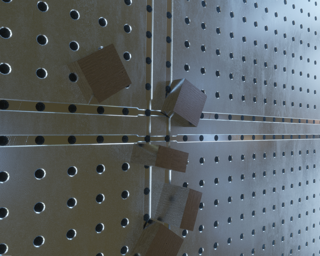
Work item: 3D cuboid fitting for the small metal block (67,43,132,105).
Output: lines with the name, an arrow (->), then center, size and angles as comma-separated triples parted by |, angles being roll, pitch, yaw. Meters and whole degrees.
small metal block -> -0.068, -0.061, 0.352 | 0.050, 0.025, 0.050 | -38, 113, -33

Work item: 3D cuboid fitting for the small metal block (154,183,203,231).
small metal block -> 0.024, 0.104, 0.412 | 0.025, 0.050, 0.050 | 27, 74, -37

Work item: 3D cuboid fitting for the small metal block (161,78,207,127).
small metal block -> 0.035, -0.035, 0.437 | 0.050, 0.025, 0.050 | 32, 70, -35

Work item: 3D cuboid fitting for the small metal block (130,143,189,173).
small metal block -> -0.001, 0.038, 0.391 | 0.050, 0.050, 0.025 | 18, 79, -39

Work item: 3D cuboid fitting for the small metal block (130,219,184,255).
small metal block -> -0.003, 0.156, 0.406 | 0.050, 0.025, 0.050 | 45, 63, -31
